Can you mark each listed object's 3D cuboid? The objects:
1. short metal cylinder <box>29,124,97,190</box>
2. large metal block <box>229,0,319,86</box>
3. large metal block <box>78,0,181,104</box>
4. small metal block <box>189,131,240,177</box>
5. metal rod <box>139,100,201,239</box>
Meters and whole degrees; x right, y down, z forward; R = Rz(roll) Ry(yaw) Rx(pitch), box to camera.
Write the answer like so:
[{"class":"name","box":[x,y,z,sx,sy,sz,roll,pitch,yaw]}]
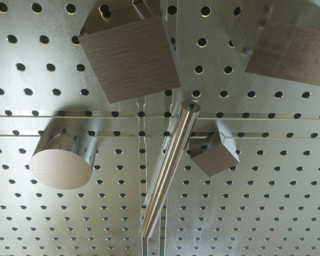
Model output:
[{"class":"short metal cylinder","box":[-0.131,0.040,0.428,0.081,0.050,0.079,0,130,0]},{"class":"large metal block","box":[0.121,-0.089,0.302,0.081,0.080,0.050,9,130,-8]},{"class":"large metal block","box":[-0.027,-0.080,0.327,0.080,0.050,0.080,-13,129,10]},{"class":"small metal block","box":[0.078,0.038,0.446,0.050,0.025,0.050,-31,124,23]},{"class":"metal rod","box":[0.007,0.083,0.482,0.025,0.025,0.298,9,130,-8]}]
